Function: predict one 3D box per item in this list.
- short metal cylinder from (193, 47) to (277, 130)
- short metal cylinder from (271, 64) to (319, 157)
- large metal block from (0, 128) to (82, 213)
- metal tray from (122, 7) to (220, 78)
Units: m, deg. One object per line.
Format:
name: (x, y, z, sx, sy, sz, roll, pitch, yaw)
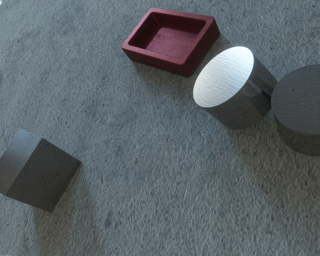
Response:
short metal cylinder: (0.085, -0.045, 0.354, 0.080, 0.050, 0.080, -34, 38, 31)
short metal cylinder: (0.159, -0.017, 0.315, 0.080, 0.050, 0.080, -13, 56, 21)
large metal block: (-0.168, 0.059, 0.421, 0.050, 0.080, 0.080, 16, 70, 34)
metal tray: (0.014, -0.135, 0.476, 0.130, 0.030, 0.090, 25, 75, 36)
